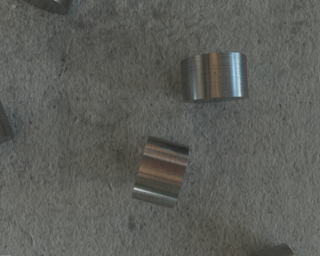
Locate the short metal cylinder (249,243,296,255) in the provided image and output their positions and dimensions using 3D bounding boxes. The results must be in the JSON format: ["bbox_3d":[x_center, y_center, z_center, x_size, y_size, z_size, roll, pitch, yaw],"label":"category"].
[{"bbox_3d":[0.149,0.192,0.385,0.050,0.080,0.080,-21,90,0],"label":"short metal cylinder"}]

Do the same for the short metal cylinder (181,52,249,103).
[{"bbox_3d":[0.067,-0.059,0.383,0.081,0.080,0.050,-3,90,-1],"label":"short metal cylinder"}]

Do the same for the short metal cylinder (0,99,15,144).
[{"bbox_3d":[-0.229,0.001,0.379,0.080,0.080,0.050,-21,90,0],"label":"short metal cylinder"}]

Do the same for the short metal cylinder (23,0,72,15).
[{"bbox_3d":[-0.144,-0.182,0.380,0.080,0.080,0.050,19,90,-1],"label":"short metal cylinder"}]

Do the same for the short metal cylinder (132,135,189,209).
[{"bbox_3d":[0.000,0.054,0.383,0.050,0.080,0.080,15,90,-1],"label":"short metal cylinder"}]
